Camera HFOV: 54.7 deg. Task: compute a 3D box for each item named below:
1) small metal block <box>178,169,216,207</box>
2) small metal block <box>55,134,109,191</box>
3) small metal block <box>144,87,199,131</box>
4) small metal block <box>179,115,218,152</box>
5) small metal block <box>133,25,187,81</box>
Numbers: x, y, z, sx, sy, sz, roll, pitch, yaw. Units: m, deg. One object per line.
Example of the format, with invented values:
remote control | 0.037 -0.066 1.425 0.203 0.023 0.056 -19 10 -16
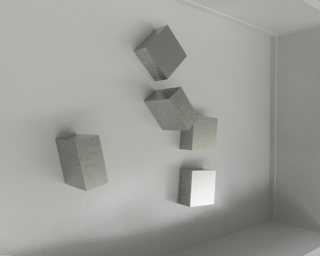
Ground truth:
small metal block | 0.054 0.086 0.452 0.050 0.025 0.050 6 86 -40
small metal block | -0.082 0.034 0.322 0.025 0.050 0.050 -16 101 -39
small metal block | 0.015 -0.024 0.402 0.025 0.050 0.050 -48 119 -29
small metal block | 0.057 0.008 0.454 0.050 0.025 0.050 6 86 -40
small metal block | 0.002 -0.098 0.407 0.050 0.025 0.050 52 60 -27
